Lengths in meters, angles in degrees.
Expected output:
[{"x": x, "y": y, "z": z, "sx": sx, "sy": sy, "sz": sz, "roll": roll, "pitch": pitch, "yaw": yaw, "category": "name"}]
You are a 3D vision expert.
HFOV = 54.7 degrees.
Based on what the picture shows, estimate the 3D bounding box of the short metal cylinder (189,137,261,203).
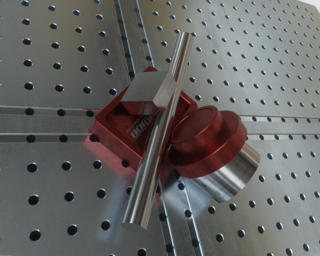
[{"x": 0.078, "y": 0.046, "z": 0.387, "sx": 0.050, "sy": 0.080, "sz": 0.080, "roll": 40, "pitch": 51, "yaw": -2, "category": "short metal cylinder"}]

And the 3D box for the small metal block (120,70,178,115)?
[{"x": -0.013, "y": -0.044, "z": 0.385, "sx": 0.025, "sy": 0.050, "sz": 0.050, "roll": 54, "pitch": 51, "yaw": -41, "category": "small metal block"}]

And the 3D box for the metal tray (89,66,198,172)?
[{"x": -0.017, "y": -0.015, "z": 0.406, "sx": 0.090, "sy": 0.030, "sz": 0.131, "roll": 40, "pitch": 51, "yaw": -1, "category": "metal tray"}]

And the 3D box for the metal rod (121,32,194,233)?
[{"x": 0.007, "y": -0.020, "z": 0.387, "sx": 0.025, "sy": 0.025, "sz": 0.300, "roll": 25, "pitch": 53, "yaw": -13, "category": "metal rod"}]

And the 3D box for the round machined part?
[{"x": 0.049, "y": 0.010, "z": 0.370, "sx": 0.042, "sy": 0.098, "sz": 0.098, "roll": 52, "pitch": 48, "yaw": -20, "category": "round machined part"}]
